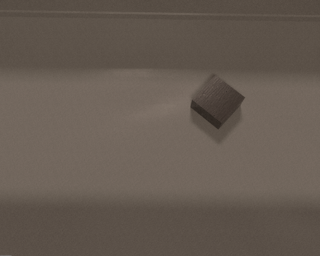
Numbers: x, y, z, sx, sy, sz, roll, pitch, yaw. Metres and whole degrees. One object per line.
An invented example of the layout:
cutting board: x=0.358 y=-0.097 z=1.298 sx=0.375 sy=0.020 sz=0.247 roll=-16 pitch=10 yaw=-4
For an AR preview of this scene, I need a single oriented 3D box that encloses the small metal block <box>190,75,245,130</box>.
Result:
small metal block: x=0.078 y=-0.035 z=0.423 sx=0.050 sy=0.025 sz=0.050 roll=41 pitch=75 yaw=13
